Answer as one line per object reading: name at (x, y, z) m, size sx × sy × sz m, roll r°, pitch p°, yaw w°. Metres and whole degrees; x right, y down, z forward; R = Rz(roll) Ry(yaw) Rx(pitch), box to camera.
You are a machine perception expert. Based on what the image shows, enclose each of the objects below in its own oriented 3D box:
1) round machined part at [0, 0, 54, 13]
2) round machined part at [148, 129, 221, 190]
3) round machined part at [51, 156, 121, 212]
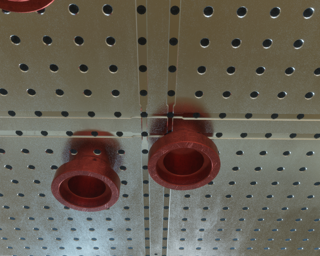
round machined part at (-0.126, -0.155, 0.267) m, size 0.099 × 0.042 × 0.097 m, roll 0°, pitch 130°, yaw 0°
round machined part at (0.033, 0.040, 0.435) m, size 0.099 × 0.042 × 0.097 m, roll 0°, pitch 130°, yaw 0°
round machined part at (-0.109, 0.080, 0.468) m, size 0.099 × 0.042 × 0.097 m, roll 0°, pitch 130°, yaw 0°
